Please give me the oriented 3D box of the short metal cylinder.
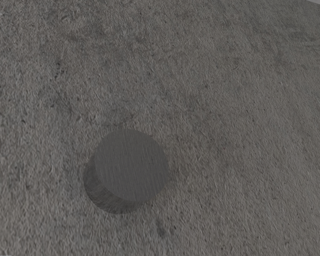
[{"bbox_3d":[-0.038,0.048,0.338,0.081,0.050,0.080,13,56,-21],"label":"short metal cylinder"}]
